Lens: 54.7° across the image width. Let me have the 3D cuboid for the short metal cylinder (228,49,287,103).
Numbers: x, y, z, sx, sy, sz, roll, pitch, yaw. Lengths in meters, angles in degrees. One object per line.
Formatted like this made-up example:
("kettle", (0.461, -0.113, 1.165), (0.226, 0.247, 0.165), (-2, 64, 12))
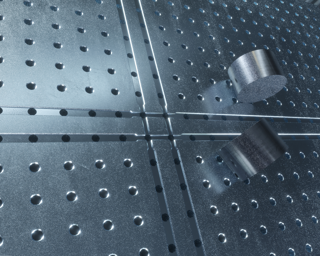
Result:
("short metal cylinder", (0.158, -0.083, 0.509), (0.081, 0.080, 0.050), (0, 62, -28))

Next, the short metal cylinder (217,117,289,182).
("short metal cylinder", (0.125, 0.029, 0.422), (0.081, 0.080, 0.050), (-29, 78, -37))
